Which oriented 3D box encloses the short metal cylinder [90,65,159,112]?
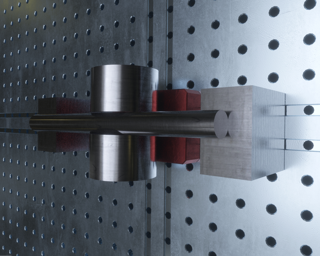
[{"bbox_3d":[-0.042,-0.043,0.369,0.080,0.081,0.050,1,91,40],"label":"short metal cylinder"}]

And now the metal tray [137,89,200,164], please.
[{"bbox_3d":[-0.009,-0.003,0.414,0.130,0.030,0.089,2,91,40],"label":"metal tray"}]

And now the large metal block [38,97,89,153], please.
[{"bbox_3d":[-0.142,-0.005,0.489,0.050,0.081,0.080,1,91,40],"label":"large metal block"}]

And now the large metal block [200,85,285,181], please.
[{"bbox_3d":[0.083,0.004,0.304,0.050,0.081,0.080,1,91,40],"label":"large metal block"}]

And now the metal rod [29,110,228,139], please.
[{"bbox_3d":[-0.064,-0.005,0.357,0.300,0.025,0.025,1,91,40],"label":"metal rod"}]

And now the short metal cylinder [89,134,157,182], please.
[{"bbox_3d":[-0.044,0.032,0.371,0.080,0.081,0.050,1,91,40],"label":"short metal cylinder"}]
